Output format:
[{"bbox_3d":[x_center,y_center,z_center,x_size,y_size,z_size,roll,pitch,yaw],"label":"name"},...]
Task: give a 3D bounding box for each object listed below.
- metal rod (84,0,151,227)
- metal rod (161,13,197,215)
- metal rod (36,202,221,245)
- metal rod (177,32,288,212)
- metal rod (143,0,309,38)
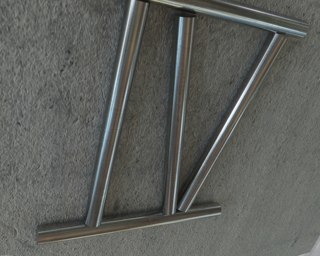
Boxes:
[{"bbox_3d":[-0.058,0.000,0.377,0.025,0.025,0.298,1,118,-29],"label":"metal rod"},{"bbox_3d":[0.021,0.002,0.422,0.025,0.025,0.298,-11,123,-23],"label":"metal rod"},{"bbox_3d":[-0.030,0.143,0.481,0.303,0.025,0.025,1,118,-29],"label":"metal rod"},{"bbox_3d":[0.098,0.002,0.465,0.025,0.025,0.298,14,111,-35],"label":"metal rod"},{"bbox_3d":[0.065,-0.140,0.359,0.303,0.025,0.025,1,118,-29],"label":"metal rod"}]
